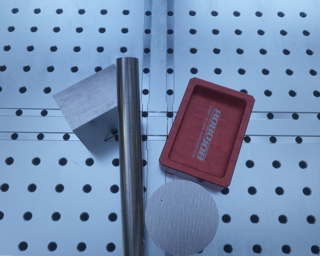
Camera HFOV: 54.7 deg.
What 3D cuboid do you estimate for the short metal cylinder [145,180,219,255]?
[{"bbox_3d":[0.024,0.105,0.360,0.081,0.050,0.080,0,70,0],"label":"short metal cylinder"}]

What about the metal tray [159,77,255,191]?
[{"bbox_3d":[0.062,0.006,0.407,0.090,0.030,0.130,19,71,7],"label":"metal tray"}]

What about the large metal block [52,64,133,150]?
[{"bbox_3d":[-0.075,-0.024,0.390,0.080,0.080,0.050,-30,73,-10],"label":"large metal block"}]

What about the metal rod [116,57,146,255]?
[{"bbox_3d":[-0.030,0.074,0.336,0.025,0.025,0.298,-2,88,-1],"label":"metal rod"}]
